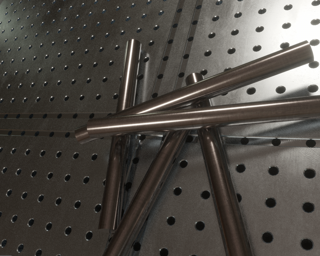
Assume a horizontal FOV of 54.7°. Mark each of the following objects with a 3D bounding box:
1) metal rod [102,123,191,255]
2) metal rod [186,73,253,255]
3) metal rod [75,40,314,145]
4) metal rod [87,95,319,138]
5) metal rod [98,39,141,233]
[{"bbox_3d":[-0.036,0.115,0.354,0.025,0.025,0.300,17,70,34],"label":"metal rod"},{"bbox_3d":[0.066,0.056,0.338,0.025,0.025,0.299,-20,54,16],"label":"metal rod"},{"bbox_3d":[0.028,-0.037,0.381,0.301,0.025,0.025,-19,54,16],"label":"metal rod"},{"bbox_3d":[0.060,-0.013,0.352,0.301,0.025,0.025,-5,59,14],"label":"metal rod"},{"bbox_3d":[-0.052,-0.008,0.438,0.025,0.025,0.299,-10,57,22],"label":"metal rod"}]
